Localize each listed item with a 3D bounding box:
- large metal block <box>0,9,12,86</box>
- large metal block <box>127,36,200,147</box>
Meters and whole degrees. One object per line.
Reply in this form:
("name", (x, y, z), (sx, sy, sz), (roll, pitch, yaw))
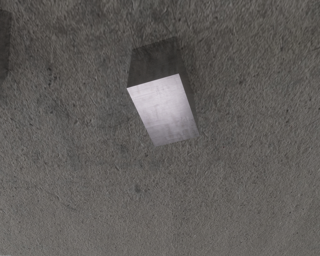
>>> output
("large metal block", (-0.205, -0.085, 0.316), (0.081, 0.050, 0.079), (15, 129, -13))
("large metal block", (0.006, -0.040, 0.337), (0.050, 0.080, 0.080), (-14, 129, 12))
